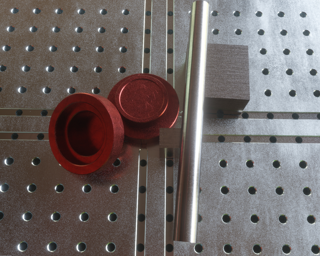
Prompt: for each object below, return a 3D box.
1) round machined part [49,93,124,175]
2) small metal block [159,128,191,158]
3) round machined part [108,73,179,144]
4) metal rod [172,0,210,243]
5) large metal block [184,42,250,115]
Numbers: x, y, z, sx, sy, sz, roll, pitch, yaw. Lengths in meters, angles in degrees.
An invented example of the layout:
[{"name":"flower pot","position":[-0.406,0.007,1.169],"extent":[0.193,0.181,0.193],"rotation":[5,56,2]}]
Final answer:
[{"name":"round machined part","position":[-0.086,0.006,0.384],"extent":[0.098,0.042,0.097],"rotation":[1,91,25]},{"name":"small metal block","position":[0.025,0.020,0.391],"extent":[0.050,0.050,0.025],"rotation":[0,71,0]},{"name":"round machined part","position":[-0.023,-0.031,0.414],"extent":[0.099,0.042,0.098],"rotation":[0,70,0]},{"name":"metal rod","position":[0.040,-0.024,0.367],"extent":[0.025,0.025,0.299],"rotation":[5,70,2]},{"name":"large metal block","position":[0.075,-0.067,0.423],"extent":[0.080,0.050,0.080],"rotation":[4,70,1]}]
